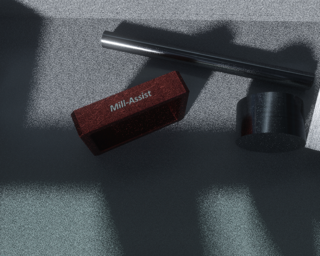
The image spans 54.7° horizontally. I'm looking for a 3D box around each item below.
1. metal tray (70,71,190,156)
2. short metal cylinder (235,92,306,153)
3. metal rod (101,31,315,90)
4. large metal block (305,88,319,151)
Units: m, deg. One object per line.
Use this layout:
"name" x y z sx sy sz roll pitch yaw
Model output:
"metal tray" -0.032 -0.015 0.380 0.131 0.090 0.030 -23 72 -9
"short metal cylinder" 0.136 -0.004 0.384 0.080 0.080 0.050 6 70 2
"metal rod" 0.065 -0.098 0.446 0.302 0.025 0.025 13 71 4
"large metal block" 0.228 -0.011 0.368 0.080 0.079 0.050 16 30 28
